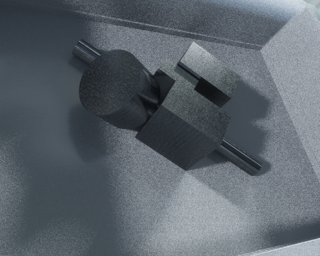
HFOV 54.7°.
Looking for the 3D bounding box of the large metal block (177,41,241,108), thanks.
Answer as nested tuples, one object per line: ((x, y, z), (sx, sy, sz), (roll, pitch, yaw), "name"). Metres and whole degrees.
((0.051, -0.058, 0.435), (0.080, 0.080, 0.050), (35, 51, -6), "large metal block")

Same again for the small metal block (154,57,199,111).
((0.013, -0.054, 0.400), (0.050, 0.050, 0.025), (35, 51, -5), "small metal block")

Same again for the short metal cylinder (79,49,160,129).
((-0.047, -0.044, 0.364), (0.050, 0.080, 0.080), (37, 35, -59), "short metal cylinder")

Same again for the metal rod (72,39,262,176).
((0.014, -0.025, 0.429), (0.301, 0.025, 0.025), (34, 51, -6), "metal rod")

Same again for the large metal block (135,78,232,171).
((0.027, -0.001, 0.386), (0.080, 0.080, 0.050), (34, 51, -6), "large metal block")
